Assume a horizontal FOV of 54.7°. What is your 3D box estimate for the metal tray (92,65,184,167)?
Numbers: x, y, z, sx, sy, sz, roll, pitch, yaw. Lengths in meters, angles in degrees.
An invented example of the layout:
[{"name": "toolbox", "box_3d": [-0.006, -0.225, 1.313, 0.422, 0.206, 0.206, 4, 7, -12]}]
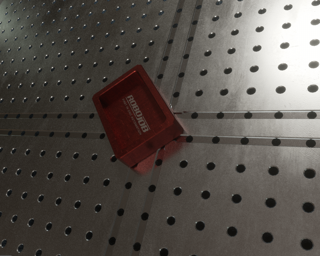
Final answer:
[{"name": "metal tray", "box_3d": [-0.036, -0.021, 0.435, 0.090, 0.030, 0.130, -34, 52, 5]}]
